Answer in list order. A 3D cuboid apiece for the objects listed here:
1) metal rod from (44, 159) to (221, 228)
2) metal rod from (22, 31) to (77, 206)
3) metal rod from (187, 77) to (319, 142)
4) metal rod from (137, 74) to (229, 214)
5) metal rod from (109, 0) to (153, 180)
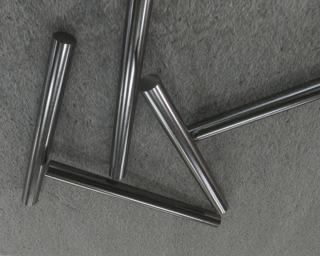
[{"bbox_3d":[-0.029,0.110,0.490,0.302,0.025,0.025,23,127,-22],"label":"metal rod"},{"bbox_3d":[-0.156,0.011,0.414,0.025,0.025,0.298,17,128,-14],"label":"metal rod"},{"bbox_3d":[0.160,-0.036,0.377,0.300,0.025,0.025,-20,127,16],"label":"metal rod"},{"bbox_3d":[0.046,0.043,0.415,0.025,0.025,0.300,-18,137,14],"label":"metal rod"},{"bbox_3d":[-0.038,-0.044,0.369,0.025,0.025,0.298,8,130,-7],"label":"metal rod"}]
